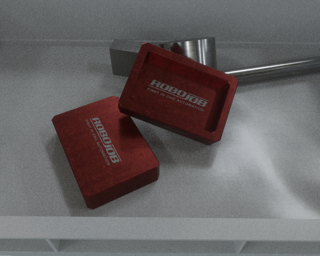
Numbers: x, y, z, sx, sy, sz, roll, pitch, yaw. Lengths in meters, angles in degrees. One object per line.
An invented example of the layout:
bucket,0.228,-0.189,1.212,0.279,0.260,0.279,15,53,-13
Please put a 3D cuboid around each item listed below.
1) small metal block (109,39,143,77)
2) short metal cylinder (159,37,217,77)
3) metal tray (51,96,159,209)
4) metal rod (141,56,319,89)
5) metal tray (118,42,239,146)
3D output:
small metal block,-0.047,-0.105,0.477,0.050,0.050,0.025,10,51,8
short metal cylinder,0.041,-0.103,0.452,0.080,0.050,0.080,-6,17,2
metal tray,-0.069,0.023,0.381,0.091,0.030,0.130,-22,54,-18
metal rod,0.122,-0.079,0.472,0.302,0.025,0.025,-10,51,-9
metal tray,0.023,-0.042,0.392,0.131,0.030,0.090,21,77,-4
